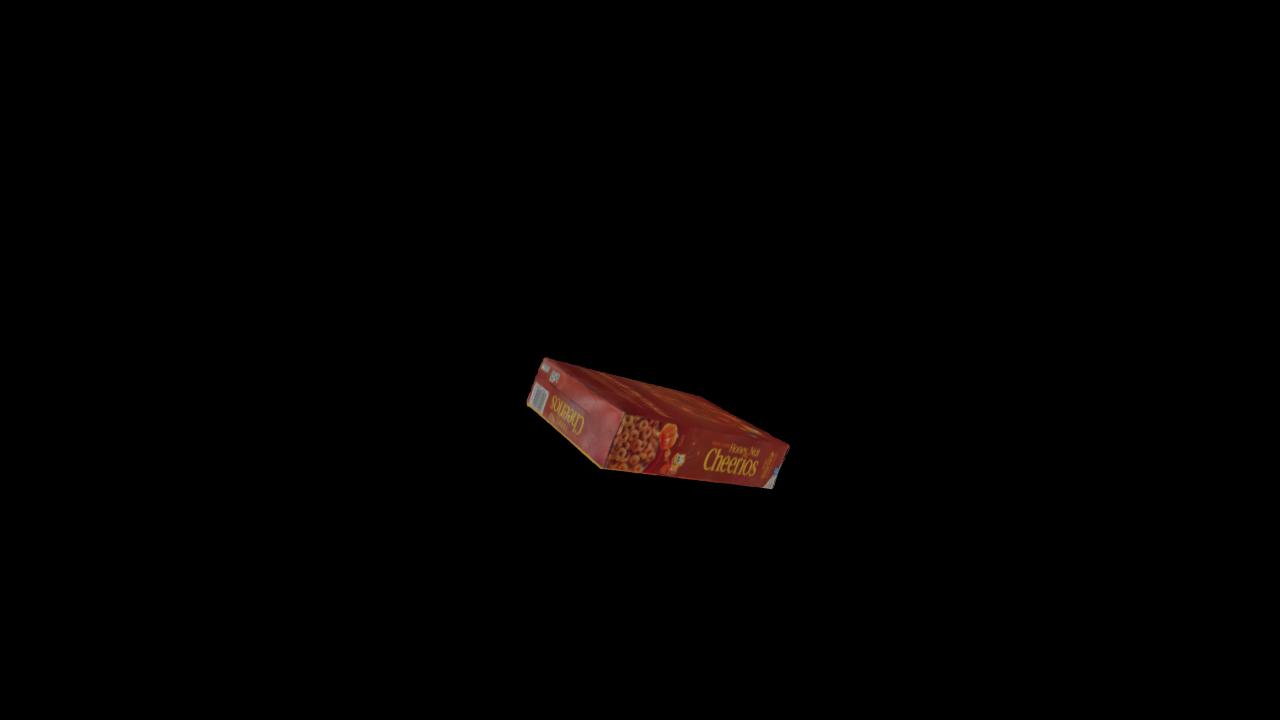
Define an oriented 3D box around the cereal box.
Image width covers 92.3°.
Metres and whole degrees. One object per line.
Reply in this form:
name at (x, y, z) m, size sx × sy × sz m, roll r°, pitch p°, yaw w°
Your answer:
cereal box at (0.029, 0.089, 0.828) m, size 0.306 × 0.081 × 0.203 m, roll 16°, pitch 8°, yaw -40°
